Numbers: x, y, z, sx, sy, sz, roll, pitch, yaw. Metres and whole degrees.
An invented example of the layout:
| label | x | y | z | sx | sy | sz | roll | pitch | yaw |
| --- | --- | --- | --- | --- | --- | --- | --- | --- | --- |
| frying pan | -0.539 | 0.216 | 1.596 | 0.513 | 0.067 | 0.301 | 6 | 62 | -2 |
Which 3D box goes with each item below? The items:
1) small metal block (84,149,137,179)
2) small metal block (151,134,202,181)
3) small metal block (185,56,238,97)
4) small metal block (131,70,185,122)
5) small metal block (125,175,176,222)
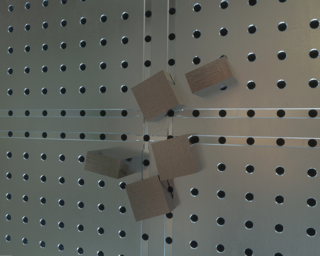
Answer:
| label | x | y | z | sx | sy | sz | roll | pitch | yaw |
| --- | --- | --- | --- | --- | --- | --- | --- | --- | --- |
| small metal block | -0.066 | 0.048 | 0.423 | 0.050 | 0.050 | 0.025 | 12 | 94 | 19 |
| small metal block | 0.021 | 0.038 | 0.405 | 0.050 | 0.025 | 0.050 | -16 | 85 | 19 |
| small metal block | 0.064 | -0.061 | 0.377 | 0.050 | 0.050 | 0.025 | -22 | 83 | 19 |
| small metal block | -0.003 | -0.042 | 0.414 | 0.050 | 0.025 | 0.050 | -28 | 81 | 18 |
| small metal block | -0.013 | 0.093 | 0.418 | 0.050 | 0.025 | 0.050 | -20 | 83 | 19 |
